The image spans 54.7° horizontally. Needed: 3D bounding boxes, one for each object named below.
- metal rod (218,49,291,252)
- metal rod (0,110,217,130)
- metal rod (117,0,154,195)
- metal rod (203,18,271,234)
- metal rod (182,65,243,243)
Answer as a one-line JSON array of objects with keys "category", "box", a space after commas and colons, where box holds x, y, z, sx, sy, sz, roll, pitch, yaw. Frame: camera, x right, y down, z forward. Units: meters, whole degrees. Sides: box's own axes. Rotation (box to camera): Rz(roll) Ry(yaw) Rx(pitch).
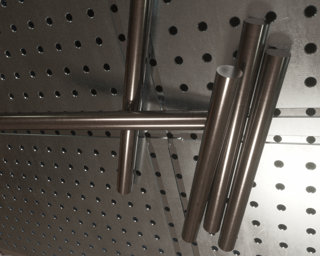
[{"category": "metal rod", "box": [0.108, 0.051, 0.385, 0.025, 0.025, 0.298, 16, 125, 18]}, {"category": "metal rod", "box": [-0.079, -0.009, 0.401, 0.301, 0.025, 0.025, 0, 119, 12]}, {"category": "metal rod", "box": [-0.038, -0.023, 0.415, 0.025, 0.025, 0.298, 20, 126, 16]}, {"category": "metal rod", "box": [0.085, 0.022, 0.379, 0.025, 0.025, 0.298, 16, 125, 18]}, {"category": "metal rod", "box": [0.057, 0.058, 0.395, 0.025, 0.025, 0.298, 20, 133, 16]}]
